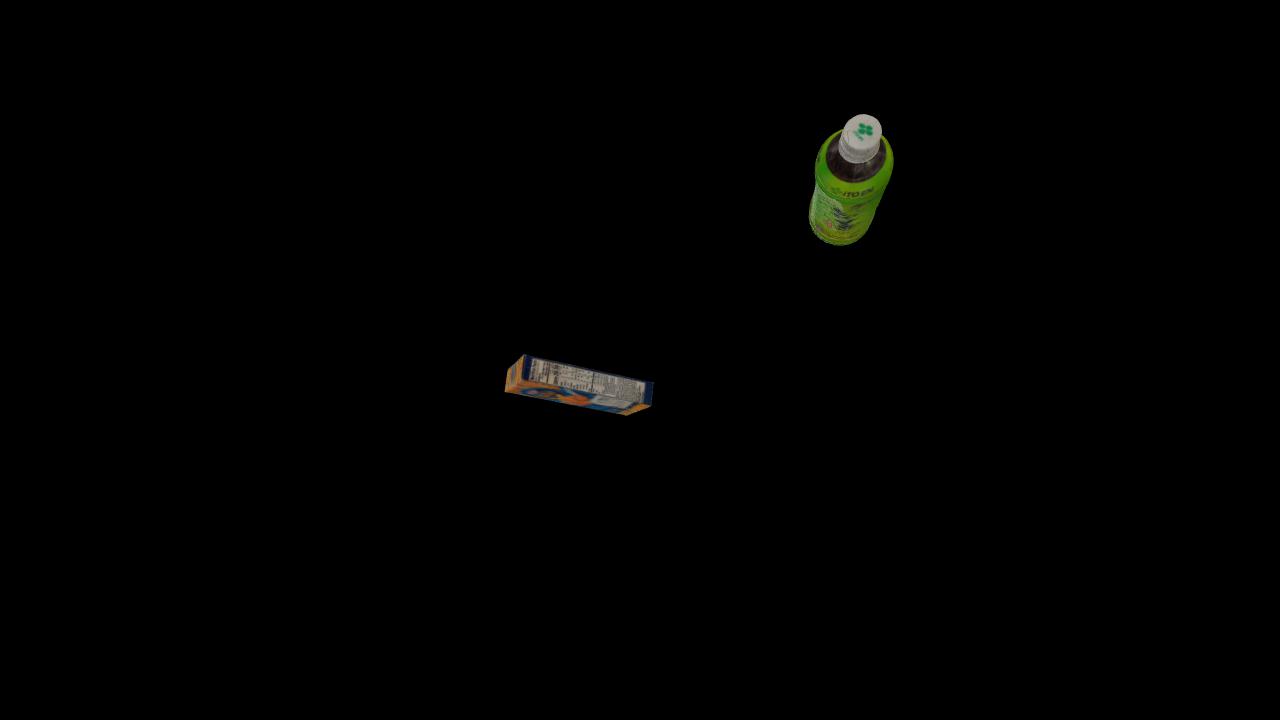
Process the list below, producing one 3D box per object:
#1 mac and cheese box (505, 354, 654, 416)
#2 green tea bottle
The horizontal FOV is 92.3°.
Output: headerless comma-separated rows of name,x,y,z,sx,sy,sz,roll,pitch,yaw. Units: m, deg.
mac and cheese box,-0.083,0.037,0.839,0.184,0.041,0.093,13,-17,-22
green tea bottle,0.201,-0.172,0.595,0.073,0.073,0.212,0,-6,15
